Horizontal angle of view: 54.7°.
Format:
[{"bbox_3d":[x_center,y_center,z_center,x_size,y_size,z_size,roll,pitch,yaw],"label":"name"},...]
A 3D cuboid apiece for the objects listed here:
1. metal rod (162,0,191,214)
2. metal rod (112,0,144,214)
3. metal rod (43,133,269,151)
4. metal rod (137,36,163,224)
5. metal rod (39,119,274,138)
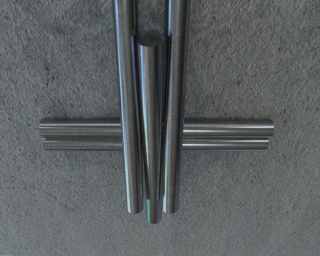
[{"bbox_3d":[0.016,-0.010,0.372,0.025,0.025,0.298,0,122,-1],"label":"metal rod"},{"bbox_3d":[-0.035,-0.010,0.372,0.025,0.025,0.298,0,122,-1],"label":"metal rod"},{"bbox_3d":[-0.005,0.019,0.426,0.302,0.025,0.025,0,130,-1],"label":"metal rod"},{"bbox_3d":[-0.010,0.029,0.400,0.025,0.025,0.298,0,130,0],"label":"metal rod"},{"bbox_3d":[-0.003,0.000,0.410,0.302,0.025,0.025,0,130,-1],"label":"metal rod"}]
